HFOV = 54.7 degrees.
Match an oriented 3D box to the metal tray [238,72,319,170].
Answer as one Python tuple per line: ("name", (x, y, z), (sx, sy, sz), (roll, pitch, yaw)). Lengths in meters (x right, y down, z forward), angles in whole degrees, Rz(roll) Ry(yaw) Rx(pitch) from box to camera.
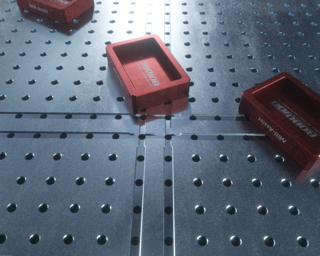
("metal tray", (0.184, -0.016, 0.420), (0.091, 0.030, 0.130), (-26, 55, -21))

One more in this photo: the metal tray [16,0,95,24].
("metal tray", (-0.210, -0.259, 0.618), (0.130, 0.030, 0.090), (24, 54, 19))

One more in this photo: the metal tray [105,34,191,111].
("metal tray", (-0.021, -0.091, 0.480), (0.091, 0.030, 0.130), (-18, 53, -15))
